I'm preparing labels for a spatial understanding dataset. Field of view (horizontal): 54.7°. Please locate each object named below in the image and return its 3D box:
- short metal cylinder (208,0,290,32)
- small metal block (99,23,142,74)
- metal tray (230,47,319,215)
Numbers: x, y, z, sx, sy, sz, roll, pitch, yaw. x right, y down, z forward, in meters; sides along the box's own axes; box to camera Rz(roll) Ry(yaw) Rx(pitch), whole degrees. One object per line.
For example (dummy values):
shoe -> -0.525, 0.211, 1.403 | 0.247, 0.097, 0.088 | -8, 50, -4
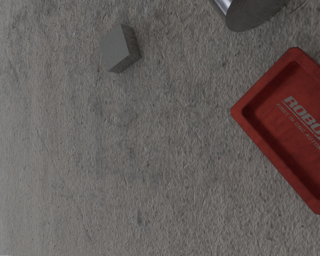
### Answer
short metal cylinder -> 0.086, -0.140, 0.298 | 0.080, 0.081, 0.050 | -41, 65, 32
small metal block -> -0.058, -0.115, 0.453 | 0.050, 0.025, 0.050 | -27, 73, 36
metal tray -> 0.139, 0.001, 0.286 | 0.090, 0.030, 0.130 | -50, 61, 28
